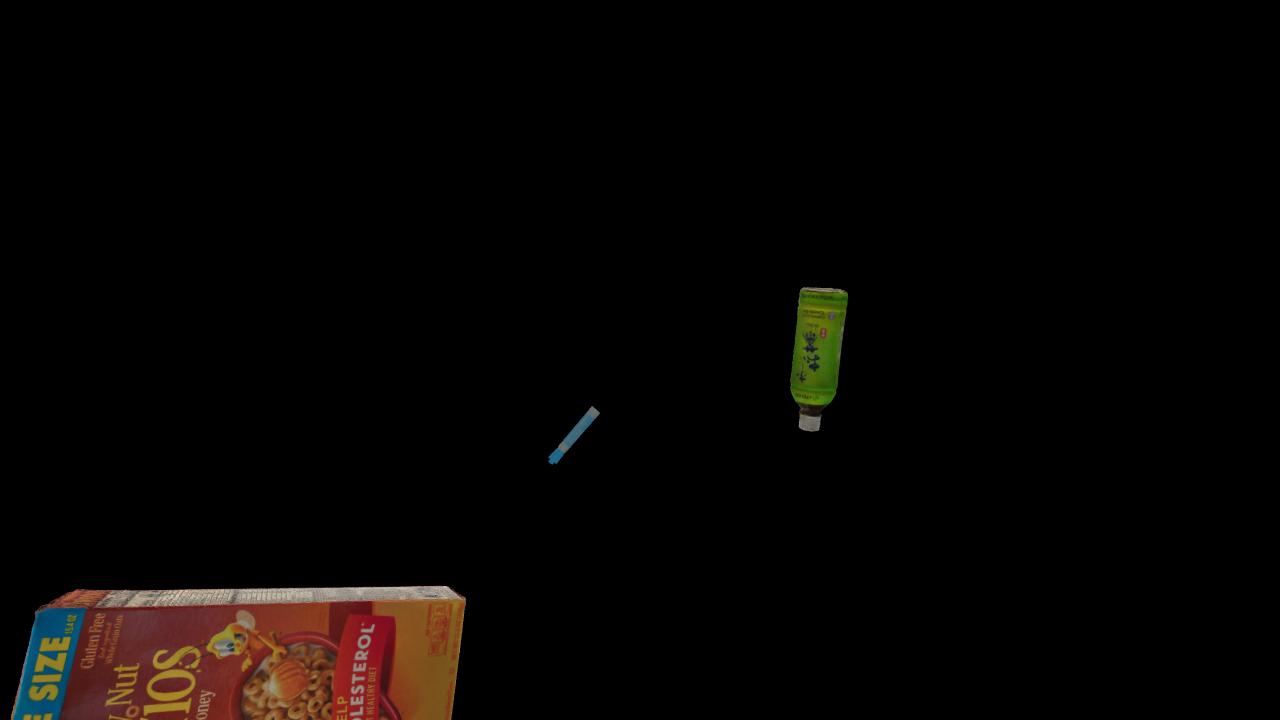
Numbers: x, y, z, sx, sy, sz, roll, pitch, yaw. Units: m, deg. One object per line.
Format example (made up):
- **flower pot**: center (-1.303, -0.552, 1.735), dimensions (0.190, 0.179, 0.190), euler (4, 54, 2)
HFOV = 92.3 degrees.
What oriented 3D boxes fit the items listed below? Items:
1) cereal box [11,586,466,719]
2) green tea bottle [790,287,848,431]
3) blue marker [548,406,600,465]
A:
- **cereal box**: center (-0.315, 0.299, 0.508), dimensions (0.306, 0.203, 0.081), euler (11, -12, -29)
- **green tea bottle**: center (0.261, 0.000, 0.908), dimensions (0.073, 0.212, 0.073), euler (2, 9, 0)
- **blue marker**: center (-0.115, 0.132, 1.062), dimensions (0.020, 0.121, 0.020), euler (40, -8, 6)
